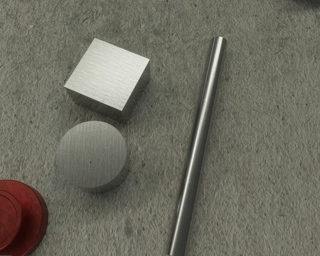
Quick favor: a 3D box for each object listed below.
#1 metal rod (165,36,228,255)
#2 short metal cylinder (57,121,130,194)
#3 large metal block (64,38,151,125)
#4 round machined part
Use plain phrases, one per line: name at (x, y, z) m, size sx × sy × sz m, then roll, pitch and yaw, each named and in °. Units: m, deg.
metal rod at (0.052, 0.010, 0.405) m, size 0.025 × 0.025 × 0.299 m, roll 13°, pitch 70°, yaw 4°
short metal cylinder at (-0.079, 0.037, 0.380) m, size 0.081 × 0.050 × 0.080 m, roll 0°, pitch 70°, yaw 0°
large metal block at (-0.067, -0.062, 0.417) m, size 0.080 × 0.050 × 0.080 m, roll 23°, pitch 72°, yaw 8°
round machined part at (-0.186, 0.108, 0.357) m, size 0.099 × 0.042 × 0.098 m, roll 0°, pitch 70°, yaw -1°
